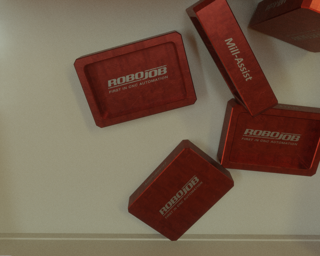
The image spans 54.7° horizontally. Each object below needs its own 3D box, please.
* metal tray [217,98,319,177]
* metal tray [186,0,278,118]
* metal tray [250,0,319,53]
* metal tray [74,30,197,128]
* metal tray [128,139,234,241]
[{"bbox_3d":[0.150,0.013,0.415,0.131,0.030,0.089,6,110,-3],"label":"metal tray"},{"bbox_3d":[0.078,-0.083,0.347,0.030,0.090,0.130,-31,108,10],"label":"metal tray"},{"bbox_3d":[0.159,-0.110,0.315,0.091,0.130,0.030,19,99,-7],"label":"metal tray"},{"bbox_3d":[-0.028,-0.060,0.386,0.131,0.030,0.089,-14,110,4],"label":"metal tray"},{"bbox_3d":[0.028,0.091,0.443,0.090,0.030,0.130,38,105,-13],"label":"metal tray"}]
